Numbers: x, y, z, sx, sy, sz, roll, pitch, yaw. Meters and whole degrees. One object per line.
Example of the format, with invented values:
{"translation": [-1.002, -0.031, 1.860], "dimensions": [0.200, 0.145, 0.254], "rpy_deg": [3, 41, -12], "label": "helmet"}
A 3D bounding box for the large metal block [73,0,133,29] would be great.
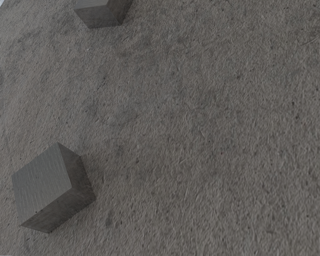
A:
{"translation": [-0.105, -0.240, 0.590], "dimensions": [0.080, 0.050, 0.080], "rpy_deg": [6, 65, 31], "label": "large metal block"}

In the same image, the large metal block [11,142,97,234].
{"translation": [-0.143, 0.079, 0.415], "dimensions": [0.080, 0.050, 0.080], "rpy_deg": [-36, 51, 4], "label": "large metal block"}
